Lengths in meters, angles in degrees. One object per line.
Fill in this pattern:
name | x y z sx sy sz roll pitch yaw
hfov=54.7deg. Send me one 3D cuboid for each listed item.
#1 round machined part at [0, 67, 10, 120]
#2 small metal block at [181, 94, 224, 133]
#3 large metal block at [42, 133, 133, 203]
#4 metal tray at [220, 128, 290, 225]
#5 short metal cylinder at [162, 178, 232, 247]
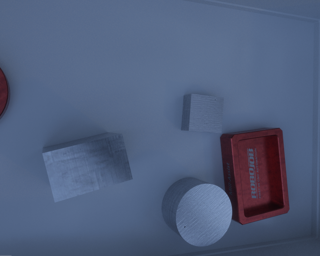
round machined part | -0.213 -0.039 0.323 0.099 0.042 0.097 0 90 -21
small metal block | 0.060 -0.019 0.434 0.050 0.025 0.050 5 89 -20
large metal block | -0.085 0.039 0.351 0.081 0.080 0.050 -14 95 -20
metal tray | 0.142 0.068 0.462 0.091 0.030 0.129 -7 93 -20
short metal cylinder | 0.049 0.110 0.417 0.081 0.050 0.079 0 90 -21
